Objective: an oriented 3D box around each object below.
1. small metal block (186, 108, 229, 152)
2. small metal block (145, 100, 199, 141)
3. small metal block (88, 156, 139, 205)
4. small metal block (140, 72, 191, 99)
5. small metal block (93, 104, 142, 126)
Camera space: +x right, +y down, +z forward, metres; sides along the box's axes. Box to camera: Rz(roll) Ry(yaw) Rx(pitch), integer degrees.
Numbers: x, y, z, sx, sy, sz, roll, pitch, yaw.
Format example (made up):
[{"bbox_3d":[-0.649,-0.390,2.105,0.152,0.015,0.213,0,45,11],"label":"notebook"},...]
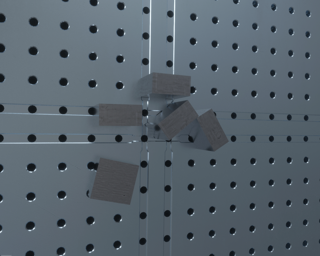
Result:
[{"bbox_3d":[0.060,0.002,0.421,0.025,0.050,0.050,-32,101,-17],"label":"small metal block"},{"bbox_3d":[0.015,-0.010,0.404,0.050,0.050,0.025,-39,103,-16],"label":"small metal block"},{"bbox_3d":[-0.059,0.066,0.391,0.050,0.025,0.050,15,85,-20],"label":"small metal block"},{"bbox_3d":[0.006,-0.053,0.401,0.050,0.050,0.025,2,90,-20],"label":"small metal block"},{"bbox_3d":[-0.053,-0.015,0.380,0.050,0.050,0.025,0,90,-20],"label":"small metal block"}]
